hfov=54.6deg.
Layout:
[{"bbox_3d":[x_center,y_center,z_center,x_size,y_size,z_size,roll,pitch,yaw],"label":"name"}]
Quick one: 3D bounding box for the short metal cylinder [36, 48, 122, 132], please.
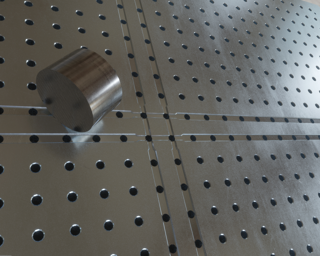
[{"bbox_3d":[-0.090,-0.042,0.350,0.080,0.080,0.050,42,51,0],"label":"short metal cylinder"}]
